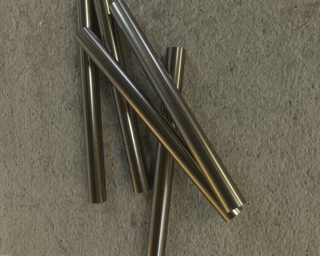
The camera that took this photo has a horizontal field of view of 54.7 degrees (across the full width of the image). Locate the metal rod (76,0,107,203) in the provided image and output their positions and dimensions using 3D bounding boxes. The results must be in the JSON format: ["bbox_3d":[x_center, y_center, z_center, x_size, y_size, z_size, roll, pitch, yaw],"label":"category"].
[{"bbox_3d":[-0.098,-0.045,0.442,0.025,0.025,0.298,-4,89,19],"label":"metal rod"}]

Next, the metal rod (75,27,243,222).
[{"bbox_3d":[-0.010,-0.013,0.383,0.025,0.025,0.300,-43,77,15],"label":"metal rod"}]

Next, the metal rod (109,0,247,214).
[{"bbox_3d":[0.011,-0.039,0.374,0.025,0.025,0.299,-35,71,16],"label":"metal rod"}]

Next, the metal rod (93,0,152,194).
[{"bbox_3d":[-0.055,-0.061,0.427,0.025,0.025,0.298,-14,85,19],"label":"metal rod"}]

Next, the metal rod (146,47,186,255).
[{"bbox_3d":[0.006,0.046,0.405,0.025,0.025,0.298,6,92,19],"label":"metal rod"}]
